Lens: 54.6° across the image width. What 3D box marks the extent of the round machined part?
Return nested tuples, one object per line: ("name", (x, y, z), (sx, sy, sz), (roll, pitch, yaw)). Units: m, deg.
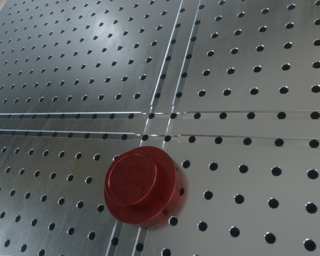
("round machined part", (-0.026, 0.065, 0.372), (0.098, 0.042, 0.098), (-13, 56, 21))
